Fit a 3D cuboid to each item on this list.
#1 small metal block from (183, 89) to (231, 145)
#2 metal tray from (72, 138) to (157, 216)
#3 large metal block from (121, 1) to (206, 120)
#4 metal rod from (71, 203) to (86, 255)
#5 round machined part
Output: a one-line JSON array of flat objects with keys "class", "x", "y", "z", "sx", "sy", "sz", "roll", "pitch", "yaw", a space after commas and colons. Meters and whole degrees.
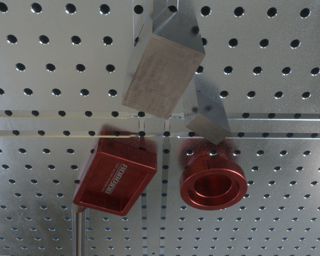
[{"class": "small metal block", "x": 0.057, "y": -0.014, "z": 0.385, "sx": 0.050, "sy": 0.050, "sz": 0.025, "roll": 30, "pitch": 124, "yaw": -23}, {"class": "metal tray", "x": -0.071, "y": 0.080, "z": 0.475, "sx": 0.091, "sy": 0.030, "sz": 0.129, "roll": 20, "pitch": 127, "yaw": -17}, {"class": "large metal block", "x": 0.001, "y": -0.069, "z": 0.317, "sx": 0.050, "sy": 0.080, "sz": 0.079, "roll": 18, "pitch": 128, "yaw": -15}, {"class": "metal rod", "x": -0.161, "y": 0.244, "z": 0.617, "sx": 0.025, "sy": 0.025, "sz": 0.298, "roll": 7, "pitch": 130, "yaw": -7}, {"class": "round machined part", "x": 0.079, "y": 0.079, "z": 0.469, "sx": 0.099, "sy": 0.042, "sz": 0.097, "roll": -1, "pitch": 130, "yaw": 0}]
